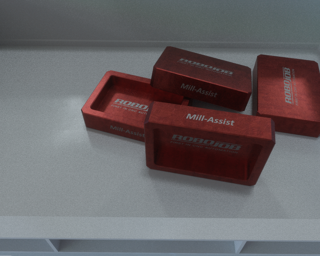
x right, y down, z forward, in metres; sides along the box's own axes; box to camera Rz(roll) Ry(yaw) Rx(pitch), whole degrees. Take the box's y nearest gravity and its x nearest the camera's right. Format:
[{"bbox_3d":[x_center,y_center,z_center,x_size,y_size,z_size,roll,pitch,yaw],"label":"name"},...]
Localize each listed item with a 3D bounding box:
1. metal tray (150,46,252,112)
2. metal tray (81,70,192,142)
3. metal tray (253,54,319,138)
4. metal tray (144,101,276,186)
[{"bbox_3d":[0.061,-0.073,0.439,0.131,0.030,0.090,16,35,5],"label":"metal tray"},{"bbox_3d":[-0.028,-0.029,0.425,0.131,0.030,0.090,14,51,11],"label":"metal tray"},{"bbox_3d":[0.183,-0.051,0.447,0.090,0.030,0.130,9,50,7],"label":"metal tray"},{"bbox_3d":[0.050,0.020,0.346,0.131,0.089,0.030,9,51,7],"label":"metal tray"}]
